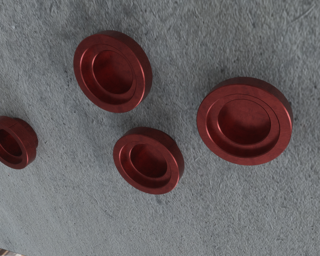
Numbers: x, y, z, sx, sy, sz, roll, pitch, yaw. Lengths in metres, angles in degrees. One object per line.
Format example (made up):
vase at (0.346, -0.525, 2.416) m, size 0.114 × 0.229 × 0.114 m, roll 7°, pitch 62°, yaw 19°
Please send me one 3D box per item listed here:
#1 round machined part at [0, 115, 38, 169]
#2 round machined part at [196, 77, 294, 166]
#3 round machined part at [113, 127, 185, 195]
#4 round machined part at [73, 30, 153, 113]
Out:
round machined part at (-0.255, 0.021, 0.544) m, size 0.098 × 0.042 × 0.097 m, roll 13°, pitch 124°, yaw 21°
round machined part at (0.094, -0.010, 0.340) m, size 0.098 × 0.042 × 0.097 m, roll 13°, pitch 124°, yaw 21°
round machined part at (-0.012, 0.040, 0.427) m, size 0.098 × 0.042 × 0.097 m, roll 13°, pitch 124°, yaw 21°
round machined part at (-0.053, -0.071, 0.380) m, size 0.098 × 0.042 × 0.097 m, roll 13°, pitch 124°, yaw 21°
